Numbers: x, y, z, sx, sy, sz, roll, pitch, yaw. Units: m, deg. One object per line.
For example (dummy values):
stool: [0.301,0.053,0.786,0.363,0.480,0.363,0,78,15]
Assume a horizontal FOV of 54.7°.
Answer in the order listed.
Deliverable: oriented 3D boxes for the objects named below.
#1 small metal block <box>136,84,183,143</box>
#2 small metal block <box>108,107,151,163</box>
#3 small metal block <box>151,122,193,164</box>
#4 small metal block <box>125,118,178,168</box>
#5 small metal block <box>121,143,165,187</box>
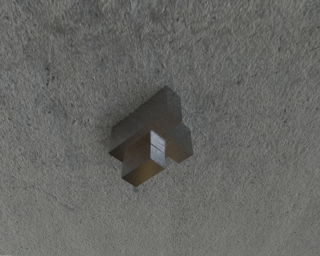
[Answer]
small metal block: [-0.001,-0.017,0.377,0.050,0.050,0.025,-36,122,26]
small metal block: [-0.038,0.009,0.399,0.050,0.050,0.025,-36,122,26]
small metal block: [0.016,0.010,0.401,0.025,0.050,0.050,-35,122,26]
small metal block: [-0.012,0.022,0.427,0.050,0.025,0.050,-35,122,25]
small metal block: [-0.021,0.039,0.392,0.050,0.050,0.025,-36,122,26]
